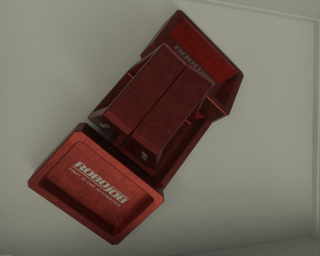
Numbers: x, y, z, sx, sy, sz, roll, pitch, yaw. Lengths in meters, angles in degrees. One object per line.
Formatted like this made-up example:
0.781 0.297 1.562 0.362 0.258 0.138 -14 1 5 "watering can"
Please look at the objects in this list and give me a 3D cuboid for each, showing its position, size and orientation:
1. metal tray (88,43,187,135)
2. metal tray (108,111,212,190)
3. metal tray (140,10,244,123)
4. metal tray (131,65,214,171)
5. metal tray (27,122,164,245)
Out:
-0.032 -0.037 0.341 0.030 0.130 0.090 42 77 -15 "metal tray"
0.001 0.006 0.407 0.090 0.030 0.130 41 77 -16 "metal tray"
0.047 -0.081 0.406 0.130 0.030 0.090 41 52 -16 "metal tray"
0.011 -0.003 0.345 0.030 0.130 0.090 37 77 7 "metal tray"
-0.071 0.067 0.362 0.130 0.030 0.090 42 101 -16 "metal tray"
